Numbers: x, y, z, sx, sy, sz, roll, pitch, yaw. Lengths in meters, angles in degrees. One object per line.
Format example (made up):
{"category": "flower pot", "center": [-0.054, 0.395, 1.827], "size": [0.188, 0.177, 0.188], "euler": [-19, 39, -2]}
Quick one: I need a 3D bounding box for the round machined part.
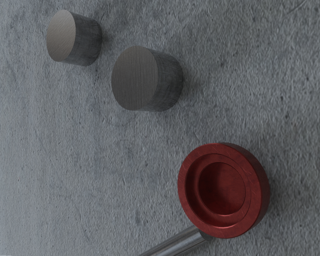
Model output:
{"category": "round machined part", "center": [0.070, 0.064, 0.335], "size": [0.098, 0.042, 0.097], "euler": [0, 90, 39]}

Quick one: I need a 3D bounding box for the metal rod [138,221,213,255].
{"category": "metal rod", "center": [-0.043, 0.202, 0.438], "size": [0.299, 0.025, 0.025], "euler": [-41, 66, 32]}

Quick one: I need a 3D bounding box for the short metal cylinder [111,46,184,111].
{"category": "short metal cylinder", "center": [-0.017, -0.061, 0.401], "size": [0.080, 0.050, 0.079], "euler": [0, 90, 39]}

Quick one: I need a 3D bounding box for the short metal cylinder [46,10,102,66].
{"category": "short metal cylinder", "center": [-0.139, -0.143, 0.500], "size": [0.080, 0.050, 0.079], "euler": [0, 90, 39]}
